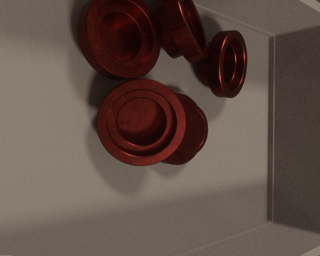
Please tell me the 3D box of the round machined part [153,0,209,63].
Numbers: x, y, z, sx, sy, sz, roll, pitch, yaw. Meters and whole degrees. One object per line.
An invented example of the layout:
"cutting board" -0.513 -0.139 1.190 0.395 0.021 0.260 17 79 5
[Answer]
"round machined part" 0.025 -0.129 0.400 0.098 0.042 0.098 46 34 -45

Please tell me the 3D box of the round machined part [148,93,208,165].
"round machined part" 0.028 0.002 0.421 0.099 0.042 0.097 0 90 -40

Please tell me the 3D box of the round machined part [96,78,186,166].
"round machined part" -0.022 -0.009 0.359 0.099 0.042 0.097 -1 102 -6

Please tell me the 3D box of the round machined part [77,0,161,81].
"round machined part" -0.050 -0.103 0.355 0.099 0.042 0.097 0 90 -40

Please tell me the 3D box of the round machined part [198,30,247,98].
"round machined part" 0.092 -0.095 0.465 0.099 0.042 0.097 -16 110 -52
